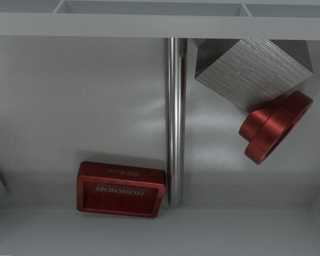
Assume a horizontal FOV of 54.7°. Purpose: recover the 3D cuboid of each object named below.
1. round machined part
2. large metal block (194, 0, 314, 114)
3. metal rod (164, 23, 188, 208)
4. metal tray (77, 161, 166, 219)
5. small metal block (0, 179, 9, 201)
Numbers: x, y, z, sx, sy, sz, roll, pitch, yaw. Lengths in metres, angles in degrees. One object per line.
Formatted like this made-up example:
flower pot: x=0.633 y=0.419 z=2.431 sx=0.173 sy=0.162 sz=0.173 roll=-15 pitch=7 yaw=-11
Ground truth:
round machined part: x=0.133 y=-0.006 z=0.372 sx=0.042 sy=0.099 sz=0.097 roll=41 pitch=131 yaw=21
large metal block: x=0.094 y=-0.070 z=0.322 sx=0.080 sy=0.050 sz=0.080 roll=28 pitch=140 yaw=-22
metal rod: x=0.021 y=0.010 z=0.417 sx=0.025 sy=0.025 sz=0.298 roll=-2 pitch=130 yaw=1
metal tray: x=-0.062 y=0.100 z=0.489 sx=0.131 sy=0.030 sz=0.089 roll=7 pitch=130 yaw=-7
small metal block: x=-0.266 y=0.095 z=0.467 sx=0.025 sy=0.050 sz=0.050 roll=32 pitch=139 yaw=31
